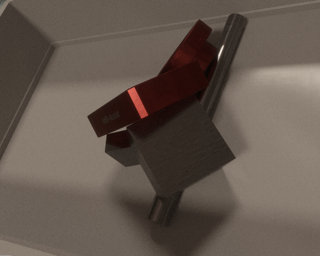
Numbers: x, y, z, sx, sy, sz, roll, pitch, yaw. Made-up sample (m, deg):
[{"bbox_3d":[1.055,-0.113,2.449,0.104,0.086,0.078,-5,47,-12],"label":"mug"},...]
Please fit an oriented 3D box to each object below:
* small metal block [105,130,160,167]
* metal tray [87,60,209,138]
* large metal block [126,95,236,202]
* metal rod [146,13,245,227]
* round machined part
[{"bbox_3d":[-0.033,0.025,0.390,0.050,0.050,0.025,-13,57,21],"label":"small metal block"},{"bbox_3d":[-0.018,-0.029,0.350,0.091,0.030,0.130,-29,5,-31],"label":"metal tray"},{"bbox_3d":[0.019,0.022,0.332,0.080,0.050,0.080,-27,76,-14],"label":"large metal block"},{"bbox_3d":[0.053,-0.025,0.392,0.025,0.025,0.300,11,67,32],"label":"metal rod"},{"bbox_3d":[0.038,-0.089,0.406,0.098,0.042,0.098,-53,7,10],"label":"round machined part"}]
